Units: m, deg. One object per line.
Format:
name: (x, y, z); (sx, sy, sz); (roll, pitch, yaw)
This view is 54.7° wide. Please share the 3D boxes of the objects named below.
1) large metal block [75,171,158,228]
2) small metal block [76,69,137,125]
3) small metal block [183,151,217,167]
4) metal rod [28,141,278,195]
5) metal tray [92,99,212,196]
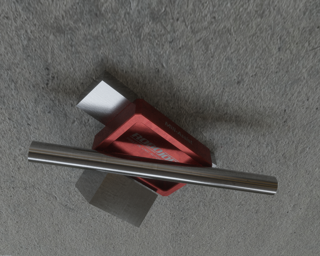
large metal block: (-0.063, 0.087, 0.435); (0.080, 0.080, 0.050); (36, 80, -27)
small metal block: (-0.064, -0.034, 0.378); (0.050, 0.025, 0.050); (-38, 121, 27)
small metal block: (0.046, 0.049, 0.451); (0.050, 0.025, 0.050); (31, 123, -24)
metal rod: (-0.001, 0.051, 0.380); (0.302, 0.025, 0.025); (9, 130, -9)
metal tray: (-0.008, 0.031, 0.398); (0.130, 0.030, 0.090); (36, 121, -27)
